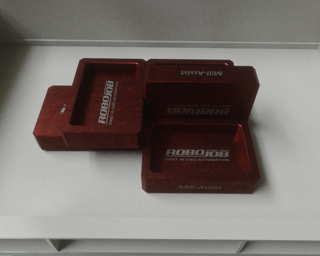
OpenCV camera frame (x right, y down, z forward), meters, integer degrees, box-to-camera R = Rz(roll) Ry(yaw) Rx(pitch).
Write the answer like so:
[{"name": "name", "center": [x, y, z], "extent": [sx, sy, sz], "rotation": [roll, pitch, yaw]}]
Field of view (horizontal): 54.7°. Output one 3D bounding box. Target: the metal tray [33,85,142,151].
[{"name": "metal tray", "center": [-0.088, -0.015, 0.409], "extent": [0.131, 0.030, 0.090], "rotation": [0, 50, 0]}]

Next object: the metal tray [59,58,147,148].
[{"name": "metal tray", "center": [-0.064, -0.036, 0.389], "extent": [0.091, 0.030, 0.130], "rotation": [1, 50, 0]}]

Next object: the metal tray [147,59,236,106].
[{"name": "metal tray", "center": [0.045, -0.061, 0.452], "extent": [0.131, 0.030, 0.090], "rotation": [1, 50, 0]}]

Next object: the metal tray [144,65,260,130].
[{"name": "metal tray", "center": [0.048, -0.034, 0.389], "extent": [0.131, 0.089, 0.030], "rotation": [1, 50, 0]}]

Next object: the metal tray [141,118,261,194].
[{"name": "metal tray", "center": [0.045, 0.032, 0.374], "extent": [0.131, 0.030, 0.090], "rotation": [1, 50, 0]}]
